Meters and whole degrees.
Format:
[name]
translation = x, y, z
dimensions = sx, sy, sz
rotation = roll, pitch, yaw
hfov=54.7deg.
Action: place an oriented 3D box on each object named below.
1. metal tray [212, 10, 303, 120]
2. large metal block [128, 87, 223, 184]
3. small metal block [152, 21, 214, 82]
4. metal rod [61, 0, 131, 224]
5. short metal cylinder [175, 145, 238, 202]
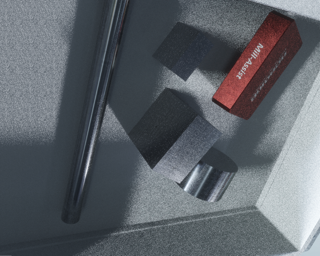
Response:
[metal tray]
translation = 0.131, -0.076, 0.410
dimensions = 0.129, 0.030, 0.090
rotation = -57, 152, 13
[large metal block]
translation = 0.016, 0.008, 0.388
dimensions = 0.050, 0.080, 0.080
rotation = 33, 100, -39
[small metal block]
translation = 0.025, -0.088, 0.353
dimensions = 0.025, 0.050, 0.050
rotation = 31, 101, -38
[metal rod]
translation = -0.079, -0.010, 0.360
dimensions = 0.025, 0.025, 0.298
rotation = 3, 117, -30
[short metal cylinder]
translation = 0.064, 0.061, 0.448
dimensions = 0.081, 0.080, 0.050
rotation = 12, 112, -34
